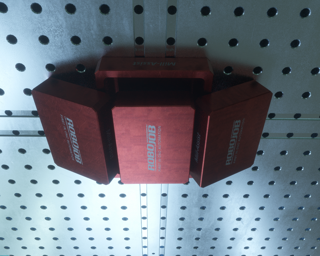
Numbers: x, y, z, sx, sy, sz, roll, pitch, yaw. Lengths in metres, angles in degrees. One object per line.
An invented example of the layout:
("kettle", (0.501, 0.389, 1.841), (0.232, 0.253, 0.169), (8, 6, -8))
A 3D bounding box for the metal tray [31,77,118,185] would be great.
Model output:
("metal tray", (-0.101, 0.007, 0.389), (0.090, 0.030, 0.129), (17, 134, 19))

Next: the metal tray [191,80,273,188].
("metal tray", (0.086, 0.011, 0.394), (0.091, 0.030, 0.129), (-19, 134, -21))

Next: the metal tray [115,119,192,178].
("metal tray", (-0.006, 0.030, 0.435), (0.131, 0.030, 0.089), (0, 131, -1))

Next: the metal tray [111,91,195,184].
("metal tray", (-0.007, 0.016, 0.382), (0.091, 0.030, 0.129), (0, 130, 0))

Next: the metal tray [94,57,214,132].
("metal tray", (-0.007, -0.038, 0.375), (0.131, 0.030, 0.089), (0, 131, -1))
